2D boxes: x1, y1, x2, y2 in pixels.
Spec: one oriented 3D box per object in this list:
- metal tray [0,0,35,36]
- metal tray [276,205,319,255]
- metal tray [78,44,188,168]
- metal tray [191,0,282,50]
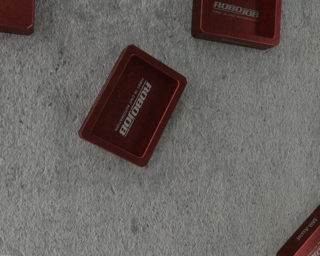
[{"bbox_3d":[-0.185,-0.174,0.337,0.091,0.030,0.129,2,89,-20],"label":"metal tray"},{"bbox_3d":[0.260,0.196,0.502,0.131,0.030,0.090,-40,103,-16],"label":"metal tray"},{"bbox_3d":[-0.033,-0.027,0.393,0.090,0.030,0.130,29,80,-18],"label":"metal tray"},{"bbox_3d":[0.112,-0.168,0.447,0.131,0.030,0.089,4,89,-20],"label":"metal tray"}]
